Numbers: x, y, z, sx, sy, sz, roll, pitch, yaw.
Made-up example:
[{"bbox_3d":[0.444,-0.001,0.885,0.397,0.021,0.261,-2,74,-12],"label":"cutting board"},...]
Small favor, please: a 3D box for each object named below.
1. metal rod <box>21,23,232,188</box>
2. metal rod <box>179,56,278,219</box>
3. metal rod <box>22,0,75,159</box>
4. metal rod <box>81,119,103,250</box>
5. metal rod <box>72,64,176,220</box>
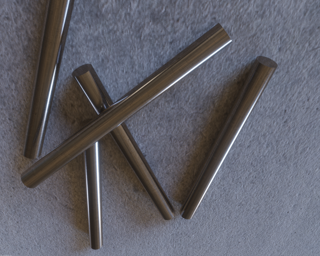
[{"bbox_3d":[-0.050,-0.016,0.362,0.300,0.025,0.025,-35,123,15],"label":"metal rod"},{"bbox_3d":[0.083,0.036,0.439,0.025,0.025,0.298,11,129,-10],"label":"metal rod"},{"bbox_3d":[-0.123,-0.072,0.343,0.025,0.025,0.298,17,128,-14],"label":"metal rod"},{"bbox_3d":[-0.106,0.109,0.498,0.025,0.025,0.298,4,130,-4],"label":"metal rod"},{"bbox_3d":[-0.037,0.041,0.441,0.025,0.025,0.299,-16,129,13],"label":"metal rod"}]
